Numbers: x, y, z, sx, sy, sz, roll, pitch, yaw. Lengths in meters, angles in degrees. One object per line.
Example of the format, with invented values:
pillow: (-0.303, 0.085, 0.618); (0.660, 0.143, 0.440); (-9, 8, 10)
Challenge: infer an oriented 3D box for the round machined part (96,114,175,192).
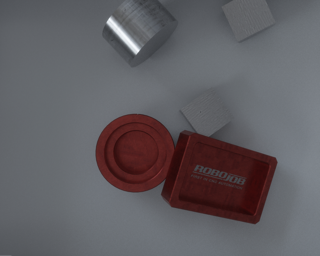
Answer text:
round machined part: (-0.030, 0.031, 0.403); (0.099, 0.042, 0.097); (0, 90, -1)

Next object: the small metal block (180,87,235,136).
small metal block: (0.061, -0.018, 0.412); (0.050, 0.025, 0.050); (-36, 90, 0)

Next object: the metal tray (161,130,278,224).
metal tray: (0.076, 0.063, 0.389); (0.131, 0.030, 0.090); (17, 90, -20)

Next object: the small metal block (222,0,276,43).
small metal block: (0.116, -0.146, 0.404); (0.050, 0.025, 0.050); (-24, 92, 21)

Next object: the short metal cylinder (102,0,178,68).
short metal cylinder: (-0.024, -0.121, 0.384); (0.080, 0.080, 0.050); (-43, 91, 0)
